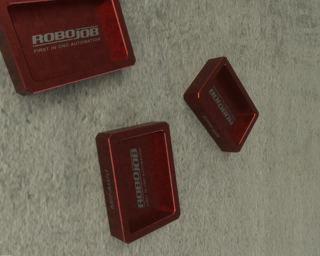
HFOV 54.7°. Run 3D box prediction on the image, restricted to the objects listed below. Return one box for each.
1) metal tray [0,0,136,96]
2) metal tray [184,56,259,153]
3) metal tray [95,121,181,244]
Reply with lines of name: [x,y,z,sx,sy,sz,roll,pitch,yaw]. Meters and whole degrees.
metal tray: [-0.094,-0.094,0.323,0.131,0.030,0.089,-25,106,-37]
metal tray: [0.101,-0.035,0.488,0.130,0.030,0.090,50,60,-29]
metal tray: [-0.024,0.062,0.383,0.091,0.030,0.129,-13,99,-39]
